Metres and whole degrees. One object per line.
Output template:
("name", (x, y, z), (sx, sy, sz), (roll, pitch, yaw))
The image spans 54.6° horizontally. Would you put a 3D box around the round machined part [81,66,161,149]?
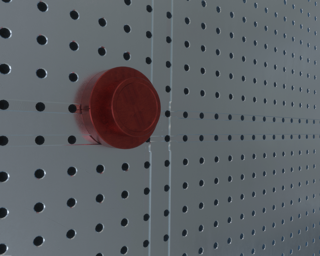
("round machined part", (-0.038, -0.024, 0.365), (0.099, 0.042, 0.097), (0, 90, -40))
